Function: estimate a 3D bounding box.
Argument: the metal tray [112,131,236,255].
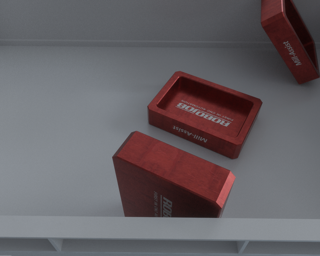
[{"bbox_3d":[0.010,0.067,0.280,0.090,0.129,0.030,22,54,18],"label":"metal tray"}]

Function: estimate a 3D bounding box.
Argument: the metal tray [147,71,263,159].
[{"bbox_3d":[0.060,-0.022,0.420,0.130,0.030,0.090,23,54,18],"label":"metal tray"}]

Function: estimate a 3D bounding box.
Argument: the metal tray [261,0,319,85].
[{"bbox_3d":[0.194,-0.139,0.459,0.030,0.130,0.090,-20,42,38],"label":"metal tray"}]
